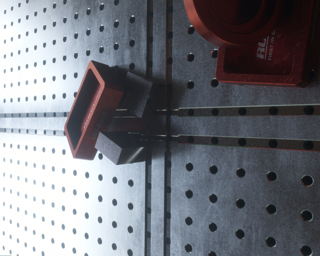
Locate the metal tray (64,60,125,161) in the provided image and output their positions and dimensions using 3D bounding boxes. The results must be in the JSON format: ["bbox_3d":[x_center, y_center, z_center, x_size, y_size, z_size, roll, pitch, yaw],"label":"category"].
[{"bbox_3d":[-0.105,-0.027,0.475,0.129,0.030,0.090,-62,37,21],"label":"metal tray"}]

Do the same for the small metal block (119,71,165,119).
[{"bbox_3d":[-0.027,-0.046,0.432,0.050,0.025,0.050,30,109,36],"label":"small metal block"}]

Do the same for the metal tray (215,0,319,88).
[{"bbox_3d":[0.110,-0.109,0.315,0.090,0.030,0.129,10,96,39],"label":"metal tray"}]

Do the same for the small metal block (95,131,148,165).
[{"bbox_3d":[-0.054,0.027,0.438,0.050,0.050,0.025,32,110,35],"label":"small metal block"}]

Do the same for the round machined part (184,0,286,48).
[{"bbox_3d":[0.068,-0.127,0.300,0.042,0.099,0.097,-159,74,-71],"label":"round machined part"}]
